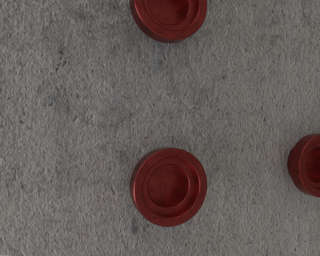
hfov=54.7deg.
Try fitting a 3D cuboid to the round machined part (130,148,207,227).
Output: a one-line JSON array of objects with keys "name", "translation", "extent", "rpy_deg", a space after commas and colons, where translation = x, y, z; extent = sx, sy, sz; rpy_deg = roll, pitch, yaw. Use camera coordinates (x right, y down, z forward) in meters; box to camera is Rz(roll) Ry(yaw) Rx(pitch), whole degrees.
[{"name": "round machined part", "translation": [0.008, 0.074, 0.403], "extent": [0.099, 0.042, 0.097], "rpy_deg": [0, 90, -20]}]

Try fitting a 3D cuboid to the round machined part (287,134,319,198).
[{"name": "round machined part", "translation": [0.243, 0.057, 0.489], "extent": [0.099, 0.042, 0.097], "rpy_deg": [0, 90, -20]}]

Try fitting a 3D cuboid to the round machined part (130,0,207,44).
[{"name": "round machined part", "translation": [0.008, -0.158, 0.402], "extent": [0.099, 0.042, 0.097], "rpy_deg": [0, 90, -20]}]
